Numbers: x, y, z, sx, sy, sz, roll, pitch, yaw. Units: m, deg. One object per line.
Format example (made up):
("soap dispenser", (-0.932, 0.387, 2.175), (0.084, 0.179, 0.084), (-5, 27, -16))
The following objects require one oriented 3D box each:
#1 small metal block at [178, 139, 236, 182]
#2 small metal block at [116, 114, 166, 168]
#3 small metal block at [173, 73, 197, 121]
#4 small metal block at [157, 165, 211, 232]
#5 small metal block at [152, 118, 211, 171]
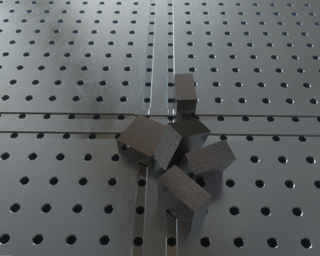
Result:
("small metal block", (0.052, 0.041, 0.354), (0.050, 0.050, 0.025), (-18, 69, -15))
("small metal block", (-0.019, 0.016, 0.395), (0.050, 0.025, 0.050), (25, 54, 19))
("small metal block", (0.033, -0.039, 0.424), (0.025, 0.050, 0.050), (-2, 50, -2))
("small metal block", (0.024, 0.075, 0.329), (0.025, 0.050, 0.050), (-37, 59, -26))
("small metal block", (0.025, 0.019, 0.365), (0.050, 0.050, 0.025), (-10, 45, -43))
